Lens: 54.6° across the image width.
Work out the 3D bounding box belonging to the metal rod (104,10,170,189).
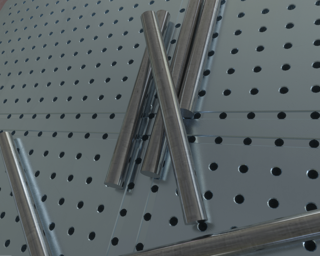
[{"bbox_3d":[-0.027,-0.058,0.458,0.025,0.025,0.300,-1,61,28],"label":"metal rod"}]

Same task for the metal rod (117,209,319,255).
[{"bbox_3d":[0.053,0.118,0.308,0.300,0.025,0.025,-19,54,16],"label":"metal rod"}]

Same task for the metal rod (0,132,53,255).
[{"bbox_3d":[-0.196,0.105,0.448,0.025,0.025,0.300,-41,51,0],"label":"metal rod"}]

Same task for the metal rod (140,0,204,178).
[{"bbox_3d":[0.024,-0.075,0.442,0.025,0.025,0.300,1,62,29],"label":"metal rod"}]

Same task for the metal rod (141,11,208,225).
[{"bbox_3d":[0.011,-0.032,0.393,0.025,0.025,0.299,-20,63,16],"label":"metal rod"}]

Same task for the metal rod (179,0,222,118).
[{"bbox_3d":[0.070,-0.151,0.464,0.025,0.025,0.300,2,62,29],"label":"metal rod"}]
